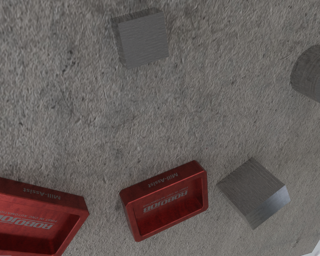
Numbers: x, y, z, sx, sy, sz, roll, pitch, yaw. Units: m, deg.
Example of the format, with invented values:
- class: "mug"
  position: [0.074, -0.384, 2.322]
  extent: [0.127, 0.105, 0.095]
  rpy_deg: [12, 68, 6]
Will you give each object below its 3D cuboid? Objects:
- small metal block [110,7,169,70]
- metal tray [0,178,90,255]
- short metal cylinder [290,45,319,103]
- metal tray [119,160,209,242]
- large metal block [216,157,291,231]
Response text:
- class: "small metal block"
  position: [-0.021, -0.097, 0.335]
  extent: [0.050, 0.025, 0.050]
  rpy_deg: [-21, 127, -16]
- class: "metal tray"
  position: [-0.167, 0.116, 0.384]
  extent: [0.131, 0.030, 0.090]
  rpy_deg: [26, 104, -37]
- class: "short metal cylinder"
  position: [0.251, -0.082, 0.477]
  extent: [0.081, 0.050, 0.079]
  rpy_deg: [-14, 124, -21]
- class: "metal tray"
  position: [0.010, 0.113, 0.478]
  extent: [0.131, 0.030, 0.089]
  rpy_deg: [-20, 126, -17]
- class: "large metal block"
  position: [0.157, 0.109, 0.525]
  extent: [0.080, 0.080, 0.050]
  rpy_deg: [-37, 129, -4]
